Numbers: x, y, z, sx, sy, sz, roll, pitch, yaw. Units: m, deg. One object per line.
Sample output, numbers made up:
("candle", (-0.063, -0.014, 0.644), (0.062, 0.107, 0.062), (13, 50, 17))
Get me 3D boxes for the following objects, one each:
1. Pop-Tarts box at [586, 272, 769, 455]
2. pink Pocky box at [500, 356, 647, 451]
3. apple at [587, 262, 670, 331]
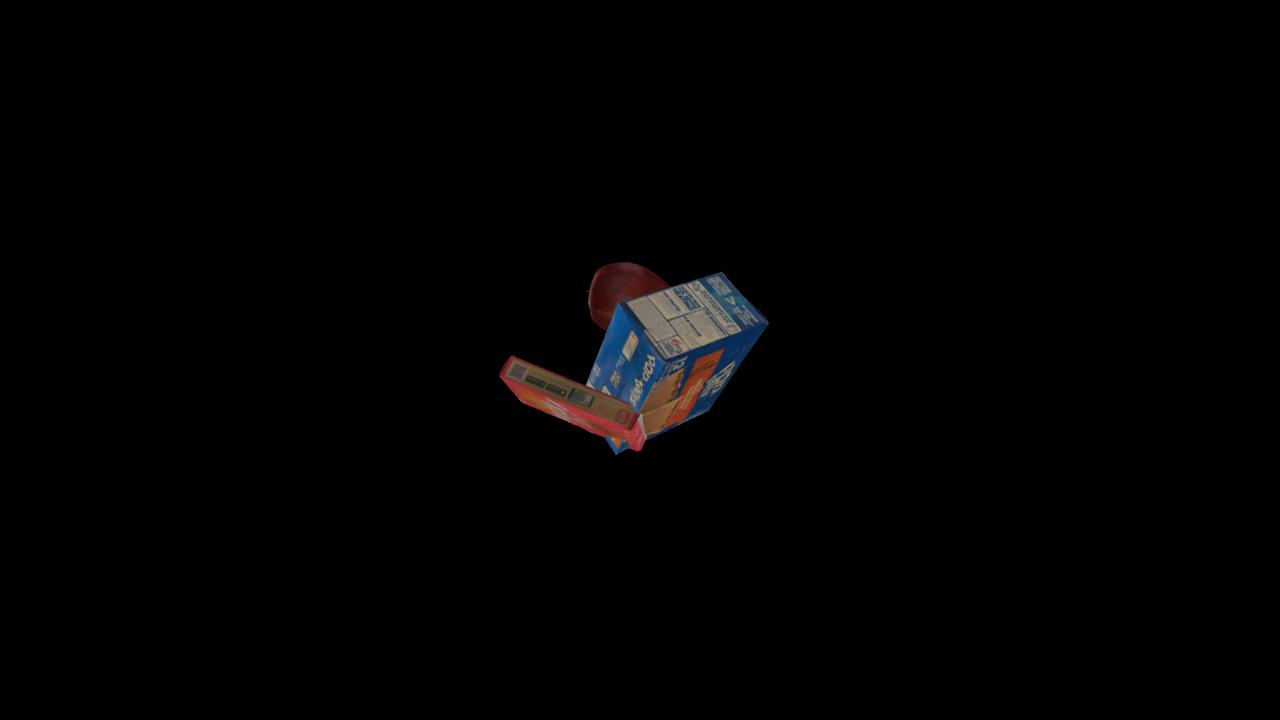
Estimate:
("Pop-Tarts box", (0.030, 0.005, 0.653), (0.141, 0.083, 0.167), (-21, -27, -34))
("pink Pocky box", (-0.068, 0.048, 0.654), (0.155, 0.029, 0.084), (21, -19, 14))
("apple", (-0.012, -0.065, 0.647), (0.093, 0.079, 0.079), (11, 1, 5))
